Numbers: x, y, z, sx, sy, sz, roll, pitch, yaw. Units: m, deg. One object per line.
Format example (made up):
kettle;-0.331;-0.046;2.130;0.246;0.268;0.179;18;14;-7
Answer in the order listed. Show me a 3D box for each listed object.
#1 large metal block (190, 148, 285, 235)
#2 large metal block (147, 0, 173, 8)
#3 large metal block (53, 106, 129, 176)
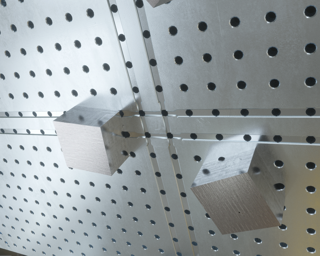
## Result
large metal block;0.099;0.082;0.393;0.080;0.050;0.080;-25;105;36
large metal block;0.018;-0.159;0.267;0.050;0.080;0.080;47;129;-5
large metal block;-0.099;0.017;0.456;0.080;0.050;0.079;7;122;24
